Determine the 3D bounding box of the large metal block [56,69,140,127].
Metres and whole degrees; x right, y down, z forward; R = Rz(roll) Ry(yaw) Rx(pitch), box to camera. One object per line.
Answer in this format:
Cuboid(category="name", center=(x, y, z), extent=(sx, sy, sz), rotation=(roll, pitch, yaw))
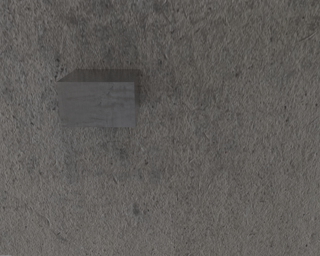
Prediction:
Cuboid(category="large metal block", center=(-0.067, -0.038, 0.366), extent=(0.080, 0.080, 0.050), rotation=(0, 110, 0))
